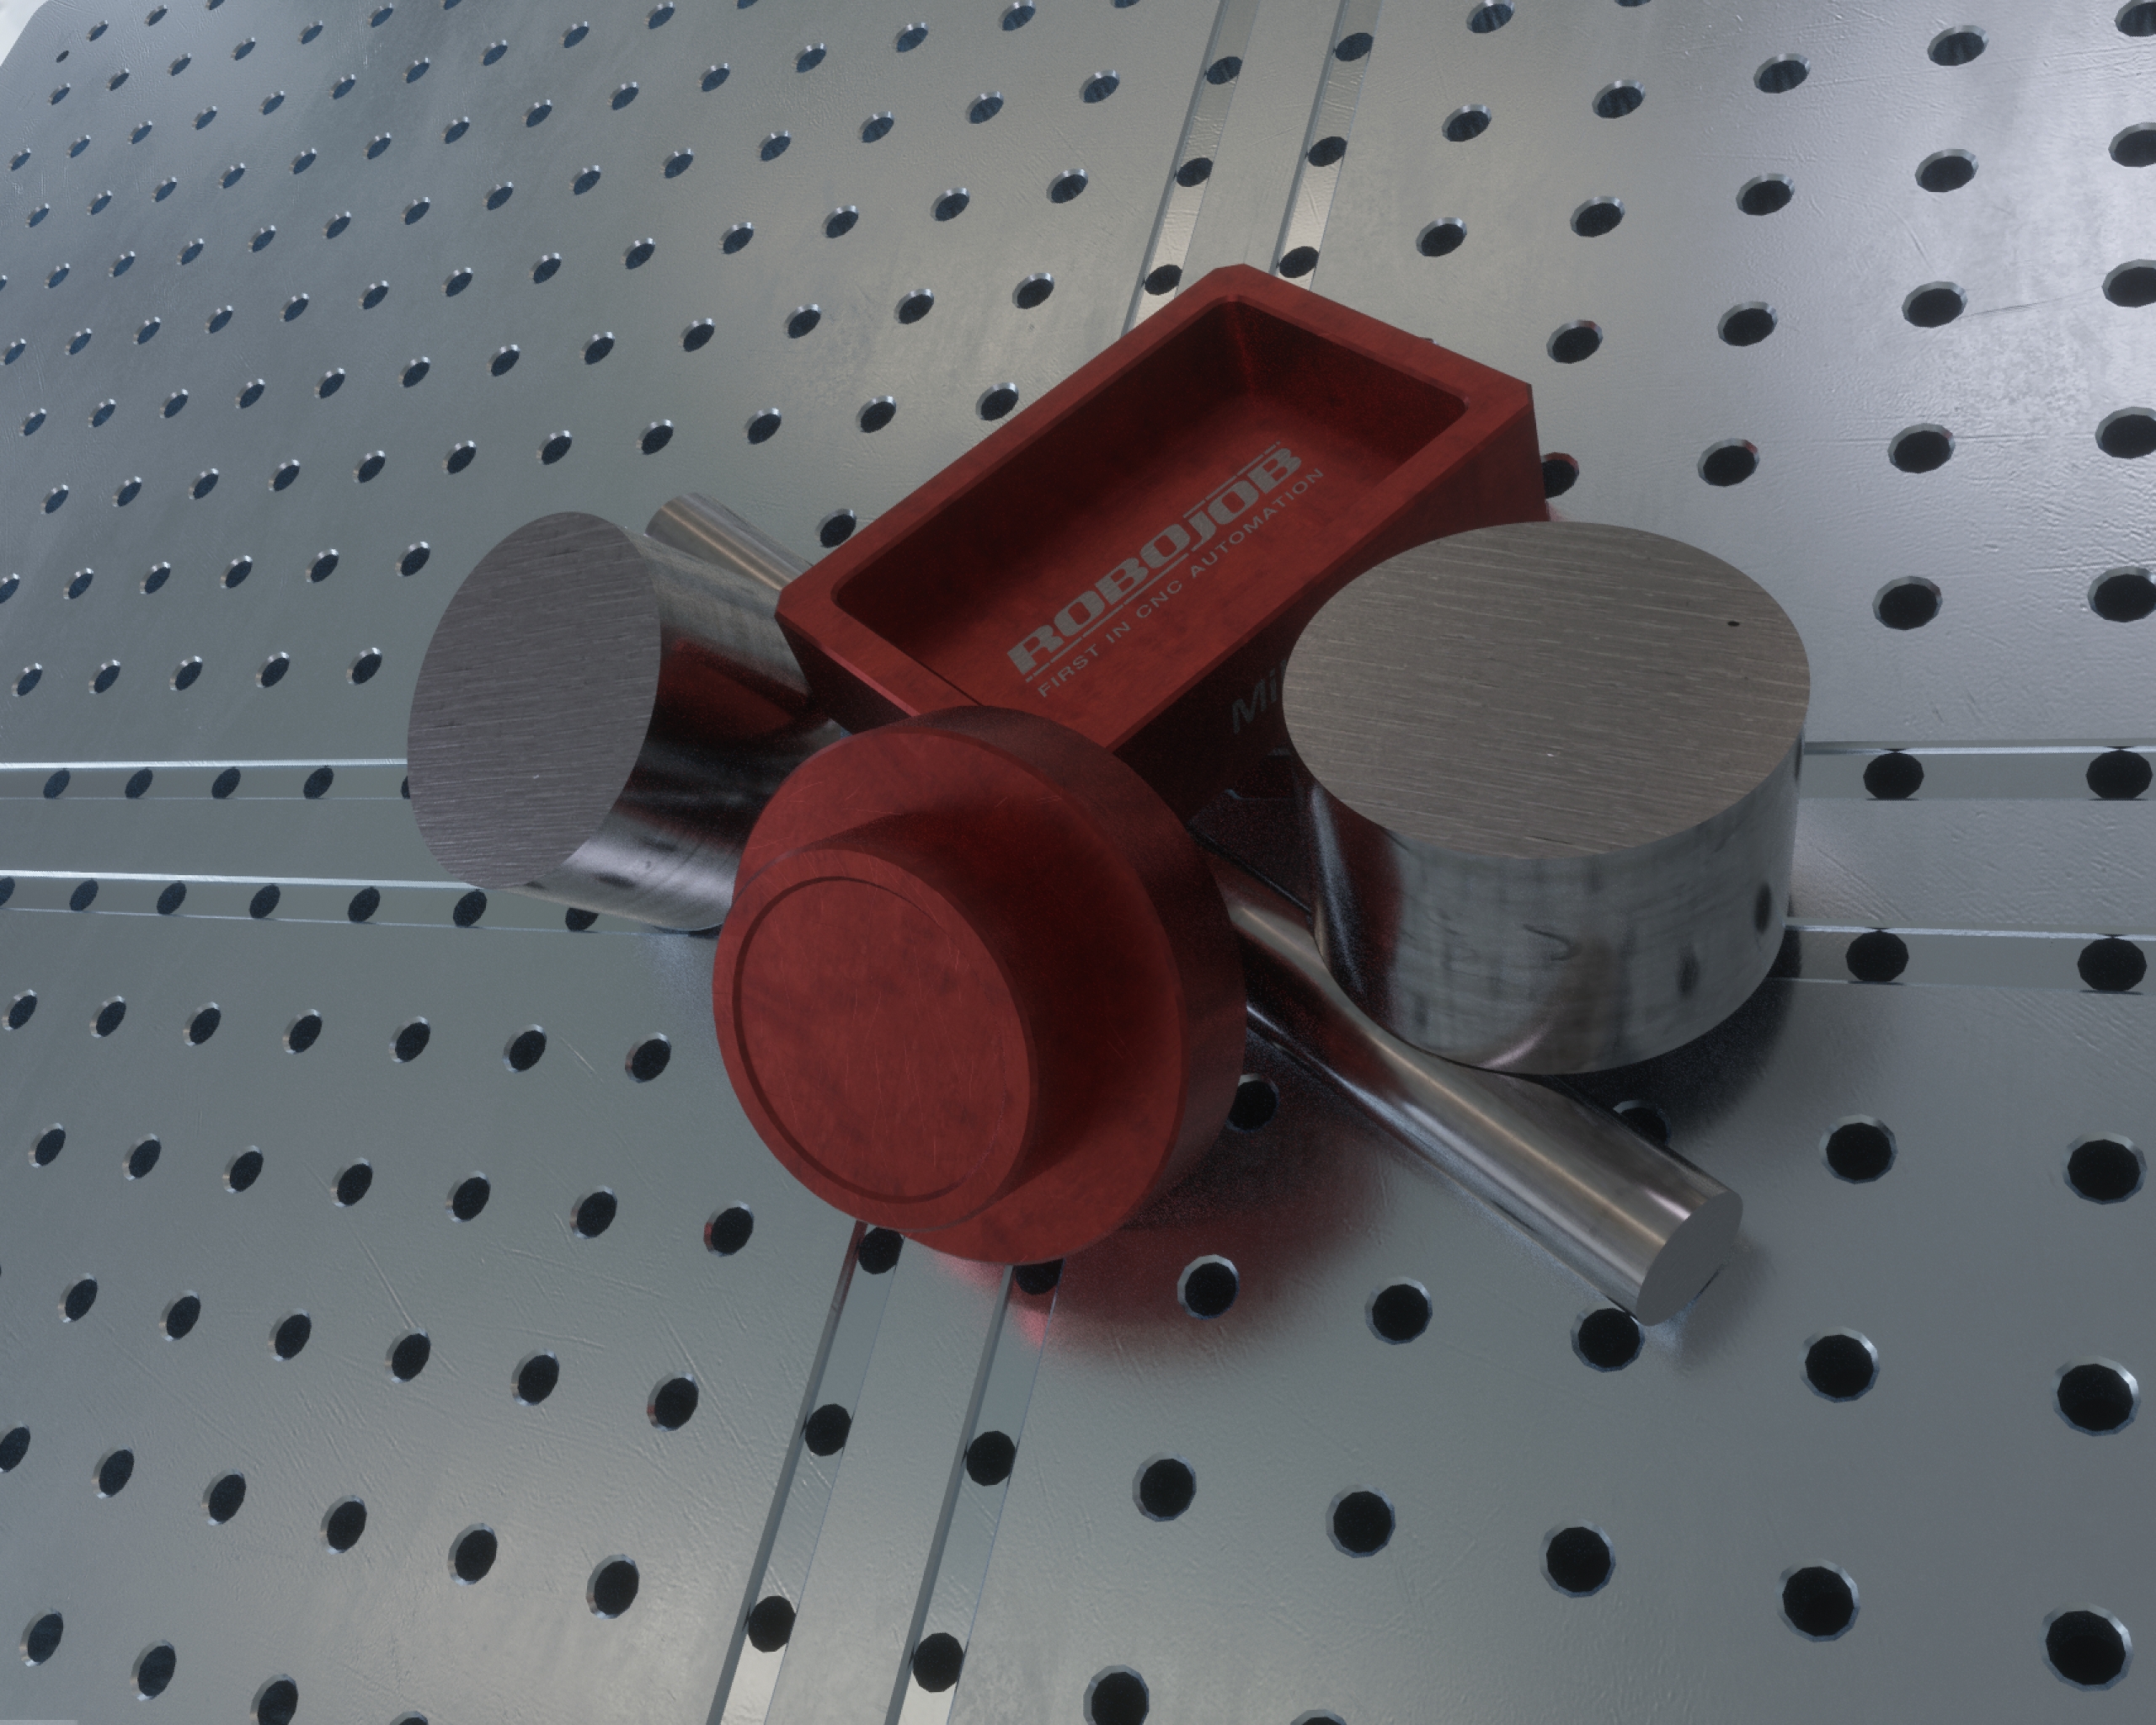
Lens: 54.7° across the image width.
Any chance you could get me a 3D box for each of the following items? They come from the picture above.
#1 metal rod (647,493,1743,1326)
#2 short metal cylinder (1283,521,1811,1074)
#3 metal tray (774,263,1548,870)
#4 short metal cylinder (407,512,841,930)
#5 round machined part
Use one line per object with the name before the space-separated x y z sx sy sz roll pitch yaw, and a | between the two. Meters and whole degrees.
metal rod | 0.000 -0.009 0.414 0.025 0.025 0.300 -49 51 -6
short metal cylinder | 0.077 -0.012 0.344 0.080 0.050 0.080 -7 45 7
metal tray | 0.017 -0.061 0.415 0.131 0.030 0.090 -40 50 -17
short metal cylinder | -0.097 -0.029 0.446 0.080 0.050 0.080 -11 72 36
round machined part | -0.024 0.025 0.360 0.098 0.042 0.097 11 110 31
